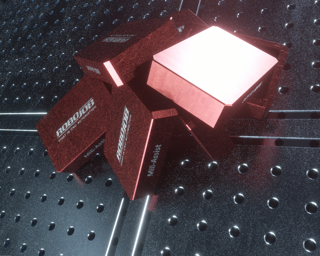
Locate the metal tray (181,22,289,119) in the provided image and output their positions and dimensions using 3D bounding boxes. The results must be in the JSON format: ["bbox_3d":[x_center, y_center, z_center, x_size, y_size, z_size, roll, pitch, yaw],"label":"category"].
[{"bbox_3d":[0.079,-0.073,0.381,0.130,0.030,0.090,19,70,14],"label":"metal tray"}]

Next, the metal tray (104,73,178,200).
[{"bbox_3d":[-0.029,0.008,0.360,0.030,0.129,0.090,-11,44,-31],"label":"metal tray"}]

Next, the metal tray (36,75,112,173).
[{"bbox_3d":[-0.110,-0.009,0.440,0.130,0.030,0.090,-41,66,15],"label":"metal tray"}]

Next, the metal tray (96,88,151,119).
[{"bbox_3d":[-0.067,-0.051,0.472,0.130,0.030,0.090,-43,51,-2],"label":"metal tray"}]

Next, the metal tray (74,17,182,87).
[{"bbox_3d":[-0.044,-0.095,0.374,0.090,0.030,0.130,-38,29,-15],"label":"metal tray"}]

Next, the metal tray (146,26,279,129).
[{"bbox_3d":[0.060,-0.061,0.331,0.090,0.030,0.131,35,45,18],"label":"metal tray"}]

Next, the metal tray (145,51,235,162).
[{"bbox_3d":[0.028,-0.028,0.370,0.030,0.090,0.130,-39,50,3],"label":"metal tray"}]

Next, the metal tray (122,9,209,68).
[{"bbox_3d":[0.007,-0.117,0.450,0.131,0.030,0.090,-28,53,-8],"label":"metal tray"}]
